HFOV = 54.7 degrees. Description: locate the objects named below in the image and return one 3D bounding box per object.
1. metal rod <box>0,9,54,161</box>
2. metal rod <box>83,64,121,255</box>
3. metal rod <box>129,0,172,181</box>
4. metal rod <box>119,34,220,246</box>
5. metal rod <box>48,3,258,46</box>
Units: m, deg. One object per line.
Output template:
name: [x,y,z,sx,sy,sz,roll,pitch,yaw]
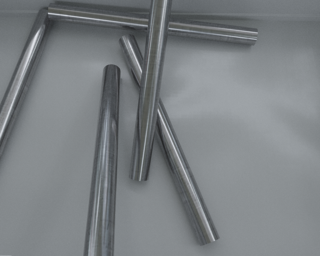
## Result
metal rod: [-0.201,-0.035,0.420,0.025,0.025,0.299,11,70,4]
metal rod: [-0.058,0.026,0.334,0.025,0.025,0.300,-4,45,-2]
metal rod: [-0.007,-0.084,0.374,0.025,0.025,0.298,8,95,3]
metal rod: [0.005,0.002,0.408,0.025,0.025,0.299,-20,71,-7]
metal rod: [-0.009,-0.152,0.456,0.302,0.025,0.025,7,70,-1]
